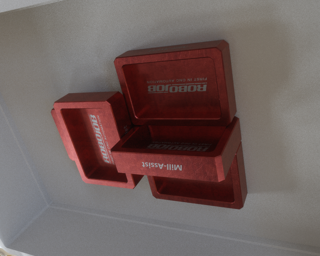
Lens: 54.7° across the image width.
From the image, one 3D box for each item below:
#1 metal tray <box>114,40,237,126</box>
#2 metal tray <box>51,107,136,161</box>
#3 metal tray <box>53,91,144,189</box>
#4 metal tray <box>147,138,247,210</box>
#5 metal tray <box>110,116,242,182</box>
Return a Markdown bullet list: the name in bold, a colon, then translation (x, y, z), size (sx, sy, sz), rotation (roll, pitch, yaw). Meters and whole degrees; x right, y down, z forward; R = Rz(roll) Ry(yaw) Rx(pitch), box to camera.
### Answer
- **metal tray**: translation (0.018, -0.049, 0.363), size (0.130, 0.030, 0.089), rotation (1, 119, 27)
- **metal tray**: translation (-0.087, 0.006, 0.449), size (0.130, 0.030, 0.089), rotation (0, 119, 27)
- **metal tray**: translation (-0.079, 0.017, 0.414), size (0.090, 0.030, 0.129), rotation (1, 119, 27)
- **metal tray**: translation (0.045, 0.057, 0.414), size (0.130, 0.030, 0.089), rotation (1, 119, 27)
- **metal tray**: translation (0.020, 0.019, 0.363), size (0.130, 0.090, 0.030), rotation (1, 119, 27)
